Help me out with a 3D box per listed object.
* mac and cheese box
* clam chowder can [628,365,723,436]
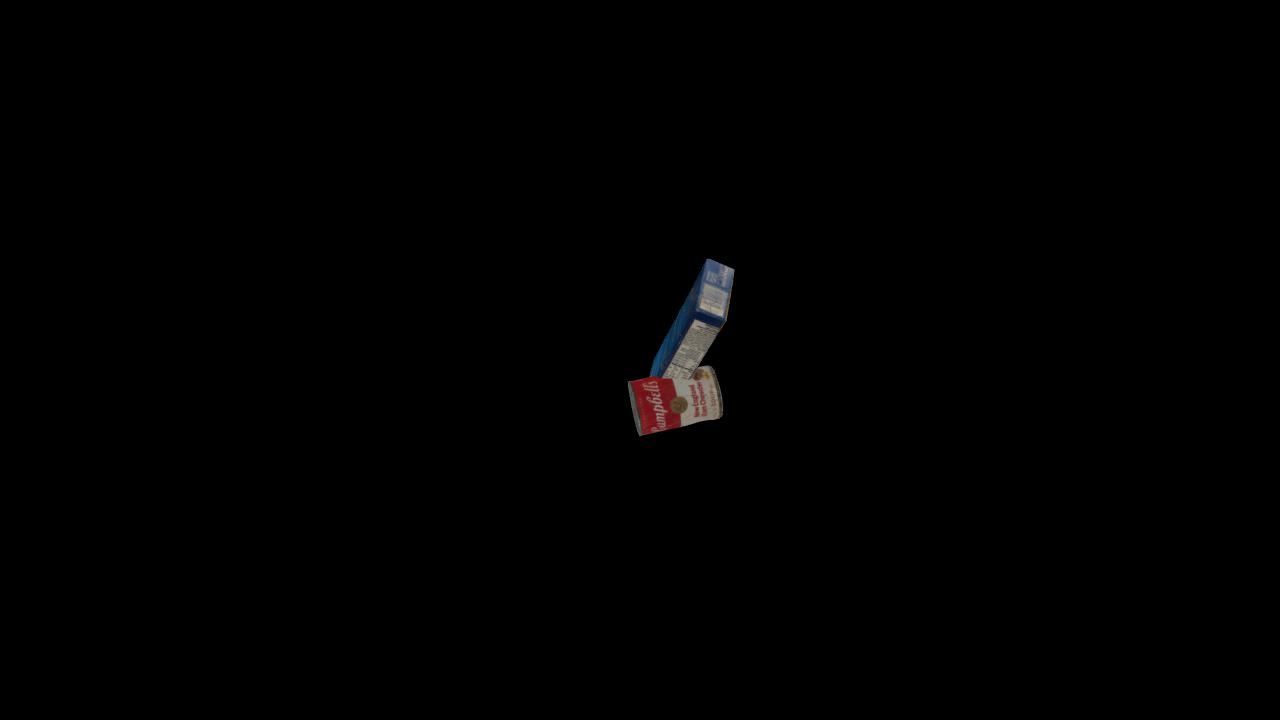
[{"bbox_3d":[0.055,-0.022,0.734,0.041,0.093,0.184,20,-43,-6],"label":"mac and cheese box"},{"bbox_3d":[0.042,0.048,0.738,0.102,0.068,0.068,-12,1,-6],"label":"clam chowder can"}]
